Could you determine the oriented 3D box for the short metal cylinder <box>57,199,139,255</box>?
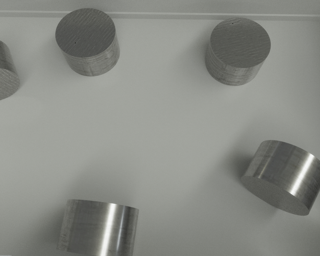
[{"bbox_3d":[-0.066,0.110,0.340,0.080,0.080,0.050,6,70,2],"label":"short metal cylinder"}]

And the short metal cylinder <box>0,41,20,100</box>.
[{"bbox_3d":[-0.233,-0.074,0.406,0.080,0.080,0.050,-23,72,-8],"label":"short metal cylinder"}]

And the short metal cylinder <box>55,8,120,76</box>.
[{"bbox_3d":[-0.100,-0.121,0.440,0.081,0.050,0.080,0,70,0],"label":"short metal cylinder"}]

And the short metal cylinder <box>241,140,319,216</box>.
[{"bbox_3d":[0.143,0.058,0.360,0.080,0.080,0.050,31,73,11],"label":"short metal cylinder"}]

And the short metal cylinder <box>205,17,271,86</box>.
[{"bbox_3d":[0.107,-0.106,0.436,0.081,0.050,0.080,0,70,0],"label":"short metal cylinder"}]
